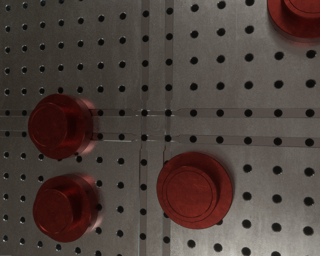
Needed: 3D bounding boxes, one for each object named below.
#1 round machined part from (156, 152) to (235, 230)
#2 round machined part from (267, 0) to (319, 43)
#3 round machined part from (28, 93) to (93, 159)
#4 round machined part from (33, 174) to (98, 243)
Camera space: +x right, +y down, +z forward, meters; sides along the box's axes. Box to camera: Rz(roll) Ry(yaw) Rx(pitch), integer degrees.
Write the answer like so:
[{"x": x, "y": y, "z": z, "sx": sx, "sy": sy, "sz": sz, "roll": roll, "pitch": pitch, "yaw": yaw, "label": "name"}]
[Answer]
[{"x": 0.041, "y": 0.079, "z": 0.388, "sx": 0.098, "sy": 0.042, "sz": 0.097, "roll": 0, "pitch": 90, "yaw": 19, "label": "round machined part"}, {"x": 0.171, "y": -0.149, "z": 0.344, "sx": 0.098, "sy": 0.042, "sz": 0.097, "roll": 0, "pitch": 90, "yaw": 19, "label": "round machined part"}, {"x": -0.153, "y": -0.002, "z": 0.456, "sx": 0.098, "sy": 0.042, "sz": 0.097, "roll": 0, "pitch": 90, "yaw": 19, "label": "round machined part"}, {"x": -0.144, "y": 0.119, "z": 0.453, "sx": 0.098, "sy": 0.042, "sz": 0.097, "roll": 0, "pitch": 90, "yaw": 19, "label": "round machined part"}]
